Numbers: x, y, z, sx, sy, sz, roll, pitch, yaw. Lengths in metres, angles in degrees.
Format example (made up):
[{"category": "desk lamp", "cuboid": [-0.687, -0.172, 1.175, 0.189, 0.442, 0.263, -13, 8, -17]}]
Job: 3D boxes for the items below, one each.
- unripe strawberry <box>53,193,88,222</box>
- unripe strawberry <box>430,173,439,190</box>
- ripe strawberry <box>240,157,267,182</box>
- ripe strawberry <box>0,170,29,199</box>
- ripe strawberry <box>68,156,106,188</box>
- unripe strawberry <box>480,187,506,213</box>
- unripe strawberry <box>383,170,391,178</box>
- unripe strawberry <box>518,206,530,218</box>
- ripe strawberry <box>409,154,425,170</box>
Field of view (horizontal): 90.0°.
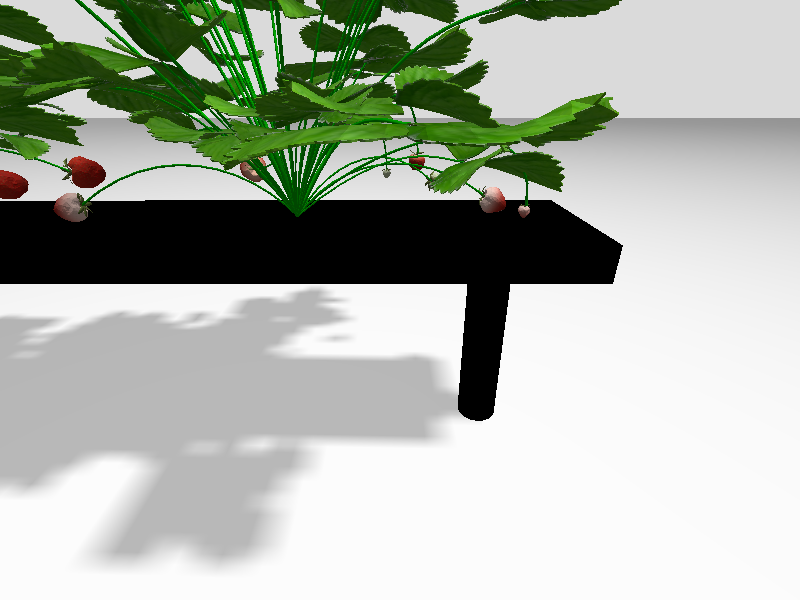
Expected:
[{"category": "unripe strawberry", "cuboid": [-0.272, -0.076, 0.331, 0.022, 0.023, 0.020, -13, 27, 0]}, {"category": "unripe strawberry", "cuboid": [0.041, -0.136, 0.459, 0.018, 0.018, 0.016, -11, 27, -42]}, {"category": "ripe strawberry", "cuboid": [-0.189, -0.170, 0.515, 0.032, 0.034, 0.035, -13, 28, -25]}, {"category": "ripe strawberry", "cuboid": [-0.399, -0.118, 0.409, 0.028, 0.030, 0.026, -12, 28, -24]}, {"category": "ripe strawberry", "cuboid": [-0.359, -0.146, 0.461, 0.034, 0.035, 0.031, -7, 25, -36]}, {"category": "unripe strawberry", "cuboid": [0.085, -0.089, 0.361, 0.024, 0.023, 0.022, 20, 23, -14]}, {"category": "unripe strawberry", "cuboid": [-0.018, -0.167, 0.530, 0.010, 0.011, 0.011, 9, 27, 18]}, {"category": "unripe strawberry", "cuboid": [0.101, -0.072, 0.328, 0.010, 0.010, 0.011, 3, 26, 6]}, {"category": "ripe strawberry", "cuboid": [0.024, -0.195, 0.568, 0.024, 0.022, 0.022, 11, 28, 22]}]
